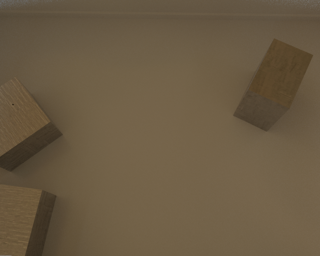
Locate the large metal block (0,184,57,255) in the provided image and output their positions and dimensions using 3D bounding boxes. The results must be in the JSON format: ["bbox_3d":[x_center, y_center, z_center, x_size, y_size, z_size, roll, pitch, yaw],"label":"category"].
[{"bbox_3d":[-0.176,0.109,0.355,0.080,0.050,0.080,7,70,2],"label":"large metal block"}]

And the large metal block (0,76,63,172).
[{"bbox_3d":[-0.188,-0.004,0.397,0.080,0.050,0.080,-38,75,-13],"label":"large metal block"}]

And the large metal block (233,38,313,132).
[{"bbox_3d":[0.143,-0.052,0.400,0.050,0.080,0.080,27,72,9],"label":"large metal block"}]
